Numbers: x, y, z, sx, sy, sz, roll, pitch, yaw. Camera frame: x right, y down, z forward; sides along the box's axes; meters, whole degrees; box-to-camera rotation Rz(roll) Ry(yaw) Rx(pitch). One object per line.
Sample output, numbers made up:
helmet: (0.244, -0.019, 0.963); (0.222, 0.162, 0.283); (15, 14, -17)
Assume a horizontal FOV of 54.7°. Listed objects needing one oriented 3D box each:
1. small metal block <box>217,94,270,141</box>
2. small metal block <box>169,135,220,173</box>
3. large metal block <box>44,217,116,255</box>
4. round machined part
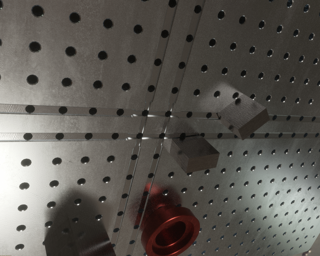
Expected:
small metal block: (0.122, -0.017, 0.454); (0.050, 0.050, 0.025); (-37, 130, -4)
small metal block: (0.049, 0.037, 0.446); (0.050, 0.050, 0.025); (-7, 122, -25)
large metal block: (-0.106, 0.183, 0.432); (0.050, 0.080, 0.080); (-45, 130, 3)
round machined part: (0.014, 0.168, 0.514); (0.099, 0.042, 0.097); (-14, 124, -21)
